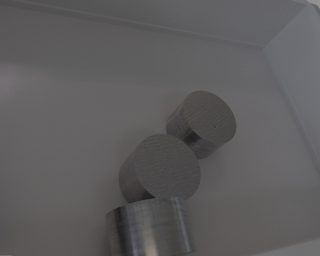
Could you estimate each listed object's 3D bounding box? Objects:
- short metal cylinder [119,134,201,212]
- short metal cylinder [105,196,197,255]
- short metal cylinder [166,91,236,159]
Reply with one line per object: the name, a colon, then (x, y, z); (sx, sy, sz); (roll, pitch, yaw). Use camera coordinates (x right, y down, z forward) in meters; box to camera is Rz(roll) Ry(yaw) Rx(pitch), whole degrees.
short metal cylinder: (-0.001, 0.053, 0.356); (0.081, 0.050, 0.080); (14, 56, -21)
short metal cylinder: (-0.010, 0.103, 0.302); (0.081, 0.080, 0.050); (0, 62, -28)
short metal cylinder: (0.055, -0.004, 0.422); (0.081, 0.050, 0.080); (14, 56, -21)
